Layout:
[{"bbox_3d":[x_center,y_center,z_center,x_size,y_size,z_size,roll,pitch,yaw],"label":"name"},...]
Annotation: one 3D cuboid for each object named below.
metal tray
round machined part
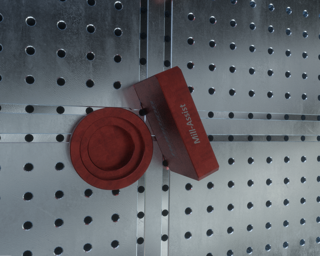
[{"bbox_3d":[0.018,-0.004,0.385,0.030,0.090,0.129,-25,99,-18],"label":"metal tray"},{"bbox_3d":[-0.061,0.024,0.382,0.099,0.042,0.097,0,90,-21],"label":"round machined part"}]
